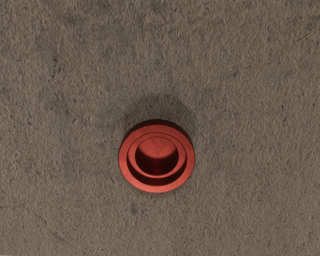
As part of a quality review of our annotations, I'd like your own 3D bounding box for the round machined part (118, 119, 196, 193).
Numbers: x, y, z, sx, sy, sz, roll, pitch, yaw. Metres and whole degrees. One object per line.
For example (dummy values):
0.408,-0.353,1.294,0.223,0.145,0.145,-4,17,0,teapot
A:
-0.004,0.034,0.413,0.099,0.042,0.097,0,110,-1,round machined part
